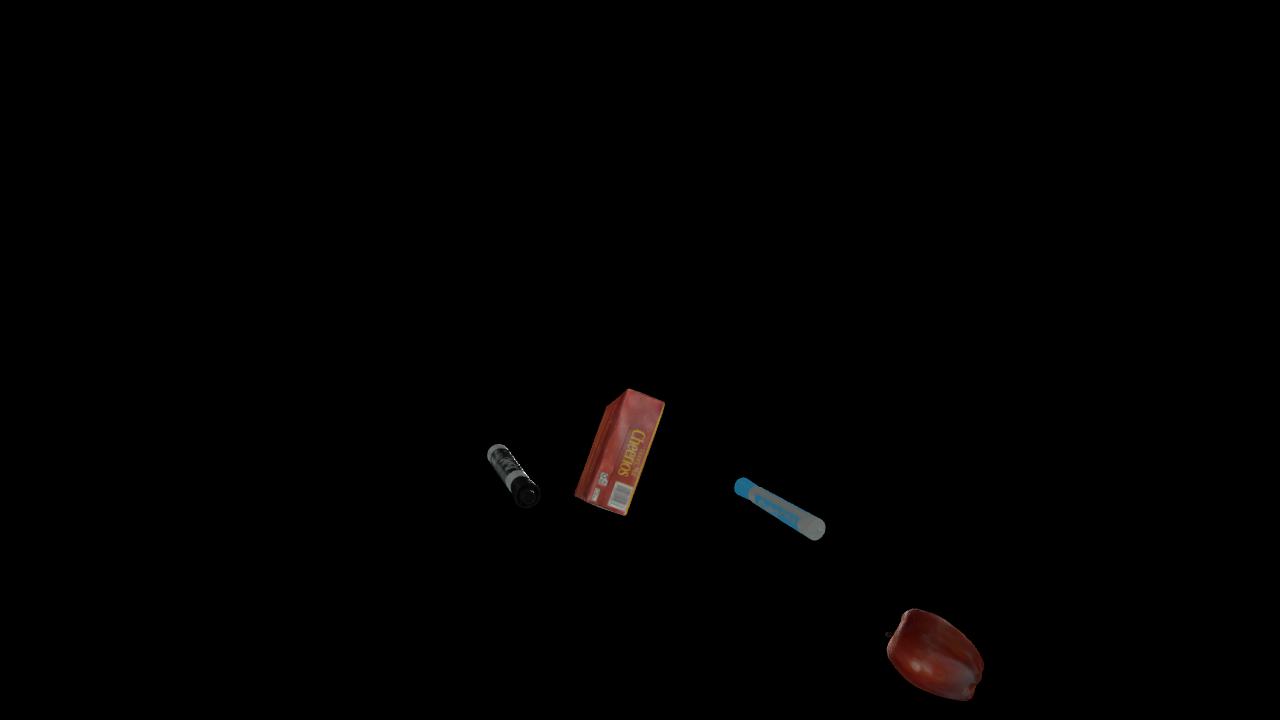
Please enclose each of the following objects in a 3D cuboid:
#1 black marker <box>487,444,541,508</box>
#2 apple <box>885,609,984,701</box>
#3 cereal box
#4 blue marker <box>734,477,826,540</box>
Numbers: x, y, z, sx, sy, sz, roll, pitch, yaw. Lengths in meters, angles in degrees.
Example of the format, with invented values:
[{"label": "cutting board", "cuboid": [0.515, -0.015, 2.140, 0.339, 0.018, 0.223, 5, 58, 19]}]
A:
[{"label": "black marker", "cuboid": [-0.101, 0.089, 0.483, 0.020, 0.020, 0.121, 0, 6, -24]}, {"label": "apple", "cuboid": [0.305, 0.309, 0.643, 0.093, 0.079, 0.079, 23, 13, 32]}, {"label": "cereal box", "cuboid": [-0.046, 0.175, 1.152, 0.081, 0.203, 0.306, 21, -13, -5]}, {"label": "blue marker", "cuboid": [0.123, 0.133, 0.565, 0.020, 0.020, 0.121, 0, 8, -23]}]
